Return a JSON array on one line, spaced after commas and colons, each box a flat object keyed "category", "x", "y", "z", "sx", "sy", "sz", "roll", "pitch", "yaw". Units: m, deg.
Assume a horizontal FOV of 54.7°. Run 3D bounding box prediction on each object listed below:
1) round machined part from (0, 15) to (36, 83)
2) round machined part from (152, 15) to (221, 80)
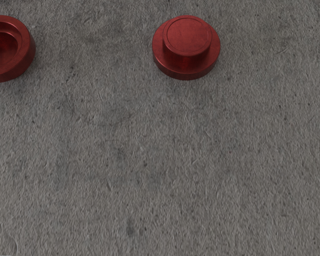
[{"category": "round machined part", "x": -0.224, "y": -0.106, "z": 0.436, "sx": 0.099, "sy": 0.042, "sz": 0.098, "roll": 0, "pitch": 70, "yaw": 0}, {"category": "round machined part", "x": 0.038, "y": -0.121, "z": 0.443, "sx": 0.099, "sy": 0.042, "sz": 0.098, "roll": 0, "pitch": 70, "yaw": 0}]
